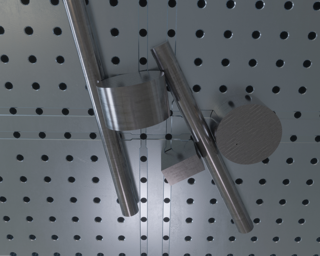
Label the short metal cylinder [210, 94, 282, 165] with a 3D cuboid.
[{"bbox_3d":[0.109,0.000,0.401,0.081,0.050,0.079,0,110,0],"label":"short metal cylinder"}]

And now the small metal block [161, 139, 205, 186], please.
[{"bbox_3d":[0.030,0.045,0.417,0.050,0.050,0.025,-27,108,9],"label":"small metal block"}]

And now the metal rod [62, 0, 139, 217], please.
[{"bbox_3d":[-0.072,-0.014,0.407,0.025,0.025,0.298,-10,110,4],"label":"metal rod"}]

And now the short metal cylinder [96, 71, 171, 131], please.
[{"bbox_3d":[-0.031,-0.035,0.371,0.080,0.080,0.050,-9,110,3],"label":"short metal cylinder"}]

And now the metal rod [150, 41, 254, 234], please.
[{"bbox_3d":[0.064,0.025,0.423,0.025,0.025,0.299,-25,109,8],"label":"metal rod"}]
